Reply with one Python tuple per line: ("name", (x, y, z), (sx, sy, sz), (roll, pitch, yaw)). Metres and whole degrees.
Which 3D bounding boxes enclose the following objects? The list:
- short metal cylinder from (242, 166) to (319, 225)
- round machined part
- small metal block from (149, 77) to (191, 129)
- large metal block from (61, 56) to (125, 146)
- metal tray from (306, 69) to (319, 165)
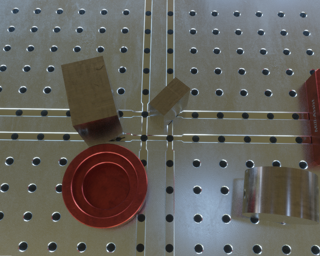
("short metal cylinder", (0.137, 0.079, 0.355), (0.080, 0.080, 0.050), (8, 71, 3))
("round machined part", (-0.064, 0.072, 0.376), (0.099, 0.042, 0.098), (0, 70, 0))
("small metal block", (0.012, -0.032, 0.410), (0.025, 0.050, 0.050), (40, 75, 13))
("large metal block", (-0.082, -0.031, 0.393), (0.050, 0.080, 0.080), (-14, 71, -5))
("metal tray", (0.253, -0.014, 0.416), (0.091, 0.030, 0.130), (4, 70, 1))
